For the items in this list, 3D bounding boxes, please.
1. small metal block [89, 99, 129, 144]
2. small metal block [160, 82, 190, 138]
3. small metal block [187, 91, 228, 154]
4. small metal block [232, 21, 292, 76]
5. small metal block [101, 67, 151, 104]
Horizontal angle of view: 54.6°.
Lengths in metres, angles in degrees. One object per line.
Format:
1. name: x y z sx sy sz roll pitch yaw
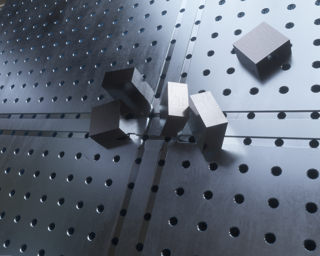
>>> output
1. small metal block: -0.074 -0.010 0.454 0.050 0.025 0.050 -15 56 20
2. small metal block: 0.017 -0.022 0.395 0.025 0.050 0.050 6 58 -10
3. small metal block: 0.054 -0.006 0.365 0.025 0.050 0.050 -14 52 -10
4. small metal block: 0.132 -0.104 0.403 0.050 0.025 0.050 -36 51 4
5. small metal block: -0.049 -0.061 0.456 0.050 0.050 0.025 -4 60 26
